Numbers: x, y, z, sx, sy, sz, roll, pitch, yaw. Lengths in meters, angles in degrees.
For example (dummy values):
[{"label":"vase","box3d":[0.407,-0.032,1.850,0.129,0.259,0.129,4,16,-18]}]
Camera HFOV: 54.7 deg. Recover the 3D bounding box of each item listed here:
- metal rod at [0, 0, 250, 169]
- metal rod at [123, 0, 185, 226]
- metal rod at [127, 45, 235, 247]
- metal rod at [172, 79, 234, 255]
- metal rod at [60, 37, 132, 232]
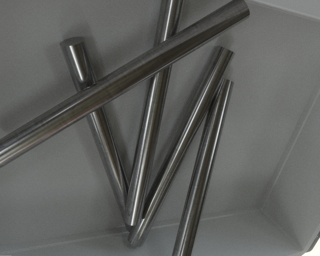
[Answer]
[{"label":"metal rod","box3d":[-0.039,-0.049,0.320,0.301,0.025,0.025,-32,129,-4]},{"label":"metal rod","box3d":[-0.011,-0.009,0.379,0.025,0.025,0.298,0,113,-28]},{"label":"metal rod","box3d":[0.024,0.033,0.424,0.025,0.025,0.298,16,105,-35]},{"label":"metal rod","box3d":[0.050,0.081,0.408,0.025,0.025,0.299,18,85,-35]},{"label":"metal rod","box3d":[-0.063,0.033,0.394,0.025,0.025,0.298,-22,127,-15]}]
